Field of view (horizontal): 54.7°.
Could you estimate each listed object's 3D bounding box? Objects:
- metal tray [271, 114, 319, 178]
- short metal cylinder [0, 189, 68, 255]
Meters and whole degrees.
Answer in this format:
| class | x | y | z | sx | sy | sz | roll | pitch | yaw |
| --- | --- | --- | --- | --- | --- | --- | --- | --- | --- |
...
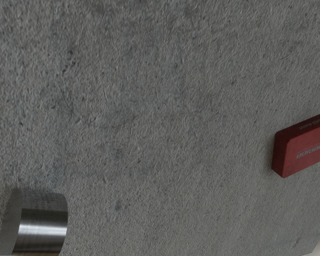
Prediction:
| class | x | y | z | sx | sy | sz | roll | pitch | yaw |
| --- | --- | --- | --- | --- | --- | --- | --- | --- | --- |
| metal tray | 0.270 | 0.030 | 0.570 | 0.131 | 0.030 | 0.089 | -20 | 126 | -17 |
| short metal cylinder | -0.148 | 0.114 | 0.361 | 0.050 | 0.080 | 0.080 | 16 | 110 | -35 |
